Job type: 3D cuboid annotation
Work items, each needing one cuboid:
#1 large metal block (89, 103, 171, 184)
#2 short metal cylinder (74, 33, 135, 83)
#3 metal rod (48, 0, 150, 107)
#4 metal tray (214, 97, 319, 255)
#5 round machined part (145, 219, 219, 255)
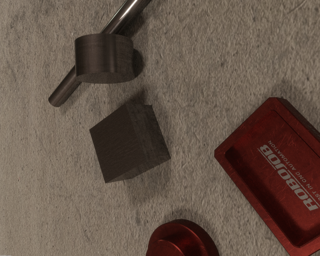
[{"bbox_3d":[-0.042,0.021,0.422,0.080,0.050,0.080,-31,71,35],"label":"large metal block"},{"bbox_3d":[-0.076,-0.093,0.430,0.080,0.081,0.050,-4,87,39],"label":"short metal cylinder"},{"bbox_3d":[-0.091,-0.127,0.477,0.299,0.025,0.025,-39,66,32],"label":"metal rod"},{"bbox_3d":[0.124,0.045,0.298,0.090,0.030,0.130,-50,61,28],"label":"metal tray"},{"bbox_3d":[0.021,0.165,0.375,0.098,0.042,0.097,0,90,39],"label":"round machined part"}]
